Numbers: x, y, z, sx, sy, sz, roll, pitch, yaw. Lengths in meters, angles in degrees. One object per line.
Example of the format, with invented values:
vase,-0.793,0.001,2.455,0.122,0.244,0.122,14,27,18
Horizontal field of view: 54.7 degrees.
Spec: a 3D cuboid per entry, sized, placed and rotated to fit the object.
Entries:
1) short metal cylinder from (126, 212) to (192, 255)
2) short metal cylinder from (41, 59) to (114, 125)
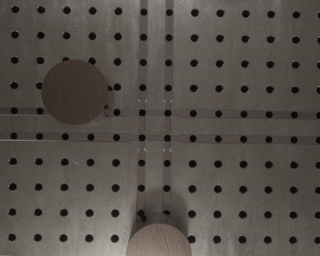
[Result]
short metal cylinder,-0.001,0.156,0.401,0.081,0.050,0.079,0,90,-1
short metal cylinder,-0.103,-0.044,0.400,0.081,0.050,0.079,0,90,-1
